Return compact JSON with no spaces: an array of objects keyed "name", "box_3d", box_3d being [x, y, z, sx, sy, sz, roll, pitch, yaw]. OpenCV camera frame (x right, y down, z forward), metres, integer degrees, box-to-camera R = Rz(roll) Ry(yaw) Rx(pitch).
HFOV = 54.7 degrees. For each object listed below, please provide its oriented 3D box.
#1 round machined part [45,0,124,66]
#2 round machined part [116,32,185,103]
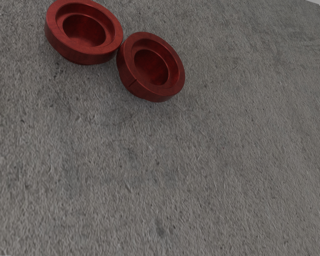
[{"name":"round machined part","box_3d":[-0.102,-0.123,0.413,0.099,0.042,0.098,13,56,-21]},{"name":"round machined part","box_3d":[-0.017,-0.078,0.424,0.099,0.042,0.098,18,58,-31]}]
